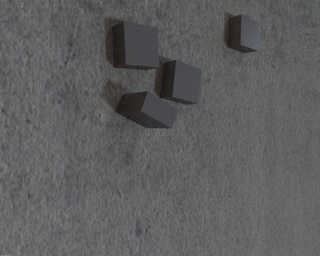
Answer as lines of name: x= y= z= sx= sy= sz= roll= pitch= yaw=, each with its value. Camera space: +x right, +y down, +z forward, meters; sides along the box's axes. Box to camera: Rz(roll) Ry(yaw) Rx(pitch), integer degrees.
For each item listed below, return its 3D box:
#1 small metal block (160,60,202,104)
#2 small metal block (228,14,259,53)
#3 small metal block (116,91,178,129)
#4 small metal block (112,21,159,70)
small metal block: x=0.030 y=-0.062 z=0.432 sx=0.050 sy=0.025 sz=0.050 roll=10 pitch=84 yaw=-40
small metal block: x=0.142 y=-0.159 z=0.527 sx=0.050 sy=0.025 sz=0.050 roll=3 pitch=88 yaw=-40
small metal block: x=-0.016 y=-0.020 z=0.377 sx=0.050 sy=0.050 sz=0.025 roll=28 pitch=72 yaw=-37
small metal block: x=-0.029 y=-0.099 z=0.382 sx=0.050 sy=0.025 sz=0.050 roll=-5 pitch=93 yaw=-40
